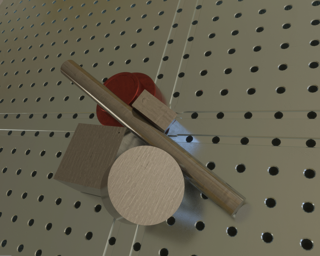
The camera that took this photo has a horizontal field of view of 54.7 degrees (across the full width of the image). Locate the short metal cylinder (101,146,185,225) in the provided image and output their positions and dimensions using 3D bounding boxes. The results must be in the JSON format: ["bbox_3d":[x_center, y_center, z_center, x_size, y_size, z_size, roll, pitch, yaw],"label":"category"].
[{"bbox_3d":[-0.020,0.063,0.335,0.081,0.050,0.080,6,72,-18],"label":"short metal cylinder"}]

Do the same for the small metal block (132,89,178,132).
[{"bbox_3d":[-0.006,-0.019,0.394,0.050,0.050,0.025,38,85,4],"label":"small metal block"}]

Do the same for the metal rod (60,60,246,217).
[{"bbox_3d":[-0.026,-0.003,0.381,0.300,0.025,0.025,38,83,25],"label":"metal rod"}]

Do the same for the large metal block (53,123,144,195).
[{"bbox_3d":[-0.076,0.043,0.401,0.080,0.050,0.080,5,64,30],"label":"large metal block"}]

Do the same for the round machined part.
[{"bbox_3d":[-0.051,-0.042,0.448,0.098,0.042,0.098,-13,56,20],"label":"round machined part"}]
